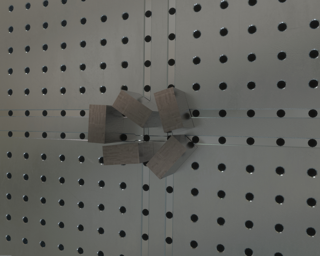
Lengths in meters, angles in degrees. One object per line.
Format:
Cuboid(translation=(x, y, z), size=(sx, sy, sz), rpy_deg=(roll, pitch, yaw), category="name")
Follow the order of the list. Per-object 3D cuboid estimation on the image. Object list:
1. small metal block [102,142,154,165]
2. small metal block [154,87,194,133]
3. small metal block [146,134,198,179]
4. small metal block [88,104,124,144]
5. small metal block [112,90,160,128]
Cuboid(translation=(-0.041, 0.033, 0.414), size=(0.050, 0.050, 0.025), rpy_deg=(-5, 88, 20), category="small metal block")
Cuboid(translation=(0.019, -0.021, 0.392), size=(0.025, 0.050, 0.050), rpy_deg=(-17, 84, 19), category="small metal block")
Cuboid(translation=(0.016, 0.035, 0.393), size=(0.025, 0.050, 0.050), rpy_deg=(44, 104, 15), category="small metal block")
Cuboid(translation=(-0.073, -0.006, 0.426), size=(0.025, 0.050, 0.050), rpy_deg=(4, 92, 20), category="small metal block")
Cuboid(translation=(-0.026, -0.025, 0.409), size=(0.050, 0.050, 0.025), rpy_deg=(35, 102, 16), category="small metal block")
